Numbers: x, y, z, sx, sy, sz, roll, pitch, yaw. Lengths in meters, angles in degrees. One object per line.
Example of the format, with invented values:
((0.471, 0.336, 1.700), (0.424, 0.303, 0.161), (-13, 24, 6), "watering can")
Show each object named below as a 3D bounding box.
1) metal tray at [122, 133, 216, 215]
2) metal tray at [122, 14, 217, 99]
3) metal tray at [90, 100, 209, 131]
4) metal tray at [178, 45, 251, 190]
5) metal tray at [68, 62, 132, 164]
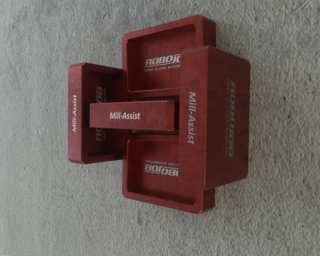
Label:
((0.007, 0.052, 0.399), (0.130, 0.030, 0.089), (1, 90, 40), "metal tray")
((0.008, -0.084, 0.397), (0.130, 0.030, 0.089), (1, 93, 40), "metal tray")
((-0.010, -0.015, 0.374), (0.130, 0.091, 0.030), (2, 93, 40), "metal tray")
((0.058, -0.009, 0.316), (0.030, 0.091, 0.129), (2, 91, 40), "metal tray")
((-0.081, -0.019, 0.431), (0.030, 0.091, 0.129), (2, 92, 40), "metal tray")
